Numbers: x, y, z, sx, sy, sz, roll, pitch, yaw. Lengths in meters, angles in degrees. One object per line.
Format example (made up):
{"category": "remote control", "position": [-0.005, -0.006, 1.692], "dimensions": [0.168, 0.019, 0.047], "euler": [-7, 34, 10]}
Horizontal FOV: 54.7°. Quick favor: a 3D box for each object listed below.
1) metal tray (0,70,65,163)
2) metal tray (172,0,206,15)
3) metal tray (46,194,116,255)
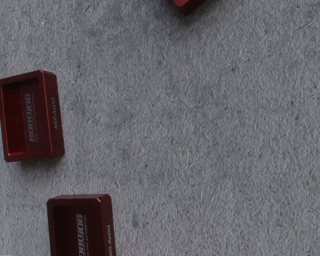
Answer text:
{"category": "metal tray", "position": [-0.200, -0.016, 0.476], "dimensions": [0.090, 0.030, 0.129], "euler": [-8, 87, 19]}
{"category": "metal tray", "position": [0.029, -0.224, 0.395], "dimensions": [0.090, 0.030, 0.130], "euler": [-36, 79, 16]}
{"category": "metal tray", "position": [-0.112, 0.163, 0.445], "dimensions": [0.090, 0.030, 0.129], "euler": [-6, 88, 19]}
